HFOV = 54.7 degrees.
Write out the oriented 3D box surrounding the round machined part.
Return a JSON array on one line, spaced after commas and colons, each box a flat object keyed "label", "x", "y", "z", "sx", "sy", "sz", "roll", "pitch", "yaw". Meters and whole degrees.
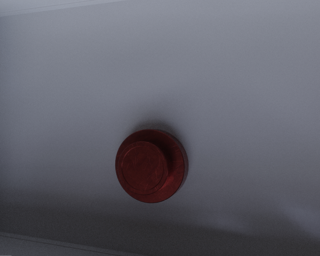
[{"label": "round machined part", "x": -0.015, "y": 0.050, "z": 0.406, "sx": 0.098, "sy": 0.042, "sz": 0.097, "roll": 0, "pitch": 90, "yaw": 19}]
